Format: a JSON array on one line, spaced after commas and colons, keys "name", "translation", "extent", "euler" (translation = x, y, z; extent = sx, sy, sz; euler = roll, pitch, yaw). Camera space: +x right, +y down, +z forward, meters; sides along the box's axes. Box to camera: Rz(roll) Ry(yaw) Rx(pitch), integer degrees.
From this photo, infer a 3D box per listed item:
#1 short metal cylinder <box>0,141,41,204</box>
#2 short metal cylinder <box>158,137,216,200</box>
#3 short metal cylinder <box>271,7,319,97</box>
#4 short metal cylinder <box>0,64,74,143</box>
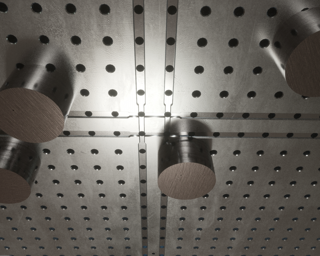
[{"name": "short metal cylinder", "translation": [-0.221, 0.065, 0.447], "extent": [0.081, 0.050, 0.079], "euler": [0, 130, 0]}, {"name": "short metal cylinder", "translation": [0.037, 0.059, 0.446], "extent": [0.081, 0.050, 0.079], "euler": [0, 130, 0]}, {"name": "short metal cylinder", "translation": [0.167, -0.080, 0.330], "extent": [0.081, 0.050, 0.079], "euler": [0, 130, 0]}, {"name": "short metal cylinder", "translation": [-0.149, -0.028, 0.369], "extent": [0.081, 0.050, 0.079], "euler": [0, 130, 0]}]
